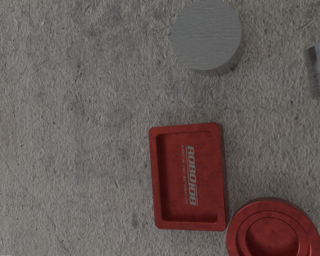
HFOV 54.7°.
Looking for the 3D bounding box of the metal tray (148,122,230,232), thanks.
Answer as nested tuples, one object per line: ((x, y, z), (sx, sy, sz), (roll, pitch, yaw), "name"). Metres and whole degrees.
((0.037, 0.060, 0.393), (0.090, 0.030, 0.129), (-4, 89, 19), "metal tray")

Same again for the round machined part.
((0.128, 0.127, 0.355), (0.098, 0.042, 0.097), (0, 90, 20), "round machined part")

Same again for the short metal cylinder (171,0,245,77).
((0.060, -0.105, 0.375), (0.080, 0.050, 0.080), (0, 90, 20), "short metal cylinder")

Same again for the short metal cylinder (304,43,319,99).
((0.193, -0.061, 0.312), (0.080, 0.080, 0.050), (-9, 87, 20), "short metal cylinder")
